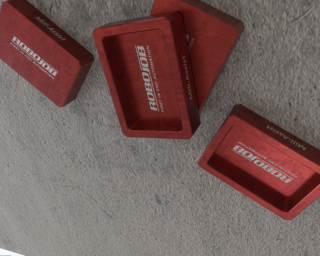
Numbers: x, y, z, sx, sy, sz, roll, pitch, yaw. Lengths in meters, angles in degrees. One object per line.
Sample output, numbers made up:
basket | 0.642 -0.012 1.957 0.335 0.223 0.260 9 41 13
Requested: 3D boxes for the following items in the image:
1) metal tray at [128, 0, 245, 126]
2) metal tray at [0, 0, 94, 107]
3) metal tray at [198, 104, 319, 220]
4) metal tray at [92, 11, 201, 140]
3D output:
metal tray | 0.023 -0.074 0.346 0.090 0.030 0.129 30 128 8
metal tray | -0.163 -0.101 0.427 0.130 0.030 0.089 40 129 1
metal tray | 0.122 0.042 0.365 0.130 0.030 0.089 32 129 7
metal tray | -0.012 -0.052 0.338 0.090 0.030 0.129 1 119 28
